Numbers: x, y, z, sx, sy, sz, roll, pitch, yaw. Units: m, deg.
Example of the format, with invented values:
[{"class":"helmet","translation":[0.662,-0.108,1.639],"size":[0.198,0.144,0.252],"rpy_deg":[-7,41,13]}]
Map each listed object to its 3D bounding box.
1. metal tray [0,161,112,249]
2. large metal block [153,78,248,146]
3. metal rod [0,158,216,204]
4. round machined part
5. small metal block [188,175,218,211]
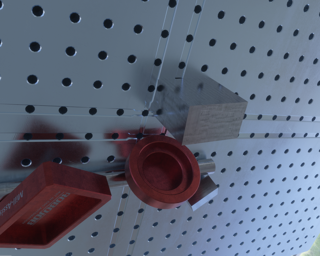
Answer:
[{"class":"metal tray","translation":[-0.133,0.096,0.364],"size":[0.130,0.030,0.090],"rpy_deg":[-40,141,19]},{"class":"large metal block","translation":[0.047,-0.024,0.388],"size":[0.081,0.080,0.050],"rpy_deg":[-6,121,-26]},{"class":"metal rod","translation":[-0.053,0.069,0.426],"size":[0.303,0.025,0.025],"rpy_deg":[-3,120,-27]},{"class":"round machined part","translation":[0.000,0.061,0.412],"size":[0.099,0.098,0.042],"rpy_deg":[-3,148,-27]},{"class":"small metal block","translation":[0.066,0.107,0.503],"size":[0.050,0.025,0.050],"rpy_deg":[-33,155,-7]}]
